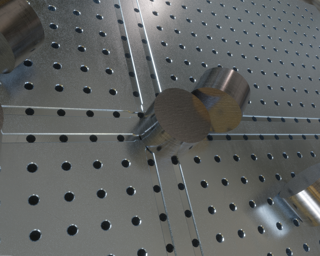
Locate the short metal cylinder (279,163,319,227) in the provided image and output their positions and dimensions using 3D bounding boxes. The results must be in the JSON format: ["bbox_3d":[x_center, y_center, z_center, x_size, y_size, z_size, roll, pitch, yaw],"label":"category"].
[{"bbox_3d":[0.219,0.093,0.437,0.081,0.080,0.050,-34,81,-38],"label":"short metal cylinder"}]

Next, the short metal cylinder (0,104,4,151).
[{"bbox_3d":[-0.192,0.001,0.288,0.081,0.050,0.080,14,56,-21],"label":"short metal cylinder"}]

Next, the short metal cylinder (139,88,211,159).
[{"bbox_3d":[0.019,-0.006,0.407,0.081,0.050,0.080,14,56,-21],"label":"short metal cylinder"}]

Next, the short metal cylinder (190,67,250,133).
[{"bbox_3d":[0.083,-0.040,0.444,0.080,0.080,0.050,36,51,-5],"label":"short metal cylinder"}]

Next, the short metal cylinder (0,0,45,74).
[{"bbox_3d":[-0.179,-0.107,0.343,0.080,0.080,0.050,34,51,-6],"label":"short metal cylinder"}]
